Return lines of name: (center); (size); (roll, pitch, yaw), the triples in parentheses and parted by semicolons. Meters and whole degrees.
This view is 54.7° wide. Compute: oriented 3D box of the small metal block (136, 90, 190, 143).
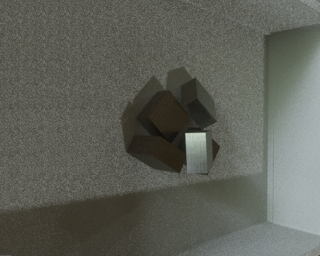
small metal block: (0.005, -0.014, 0.410); (0.050, 0.025, 0.050); (51, 60, -28)

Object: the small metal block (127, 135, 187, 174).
small metal block: (-0.004, 0.032, 0.386); (0.050, 0.050, 0.025); (36, 68, -35)

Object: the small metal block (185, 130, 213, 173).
small metal block: (0.052, 0.029, 0.403); (0.050, 0.025, 0.050); (-11, 98, -72)

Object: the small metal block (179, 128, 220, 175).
small metal block: (0.056, 0.034, 0.454); (0.050, 0.025, 0.050); (43, 64, -32)

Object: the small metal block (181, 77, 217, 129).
small metal block: (0.055, -0.035, 0.438); (0.050, 0.025, 0.050); (45, 30, -31)
